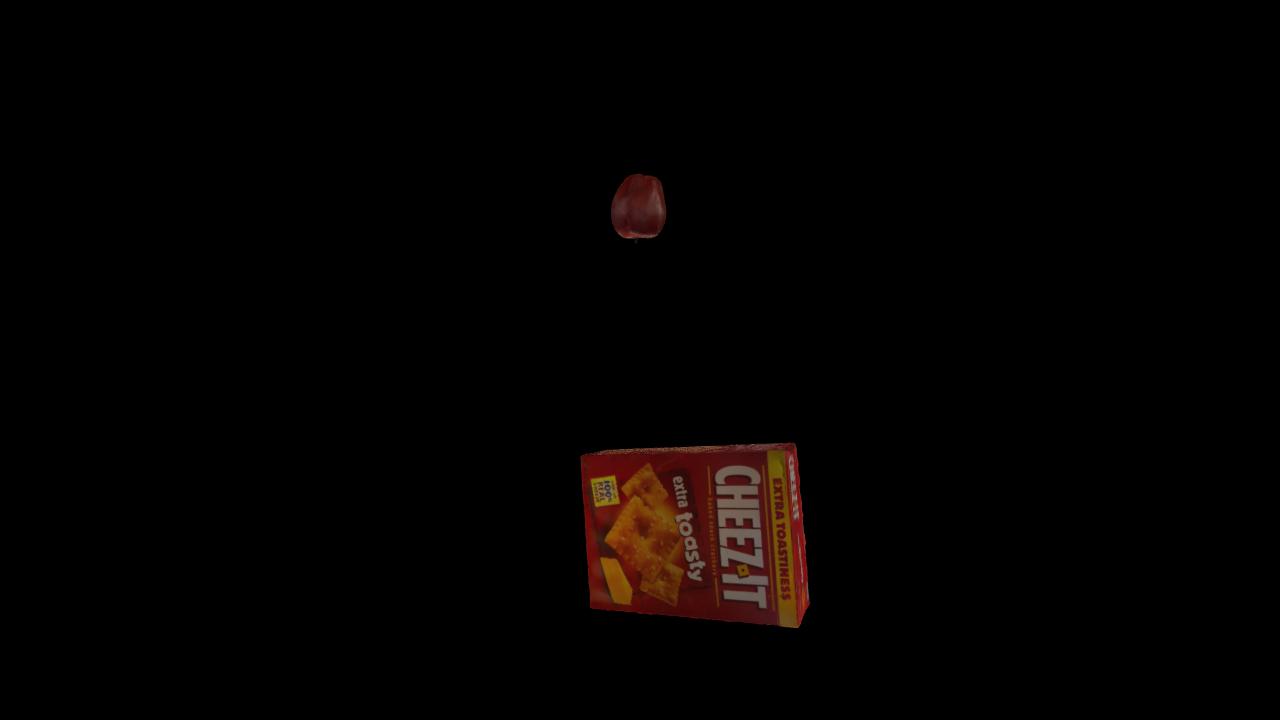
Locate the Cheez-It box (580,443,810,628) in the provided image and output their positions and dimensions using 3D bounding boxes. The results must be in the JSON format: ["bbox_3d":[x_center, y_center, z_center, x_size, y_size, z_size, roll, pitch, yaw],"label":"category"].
[{"bbox_3d":[0.053,0.174,0.634,0.223,0.166,0.071,-5,-3,23],"label":"Cheez-It box"}]

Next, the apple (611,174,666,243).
[{"bbox_3d":[-0.001,-0.210,0.859,0.079,0.093,0.079,4,10,-1],"label":"apple"}]
